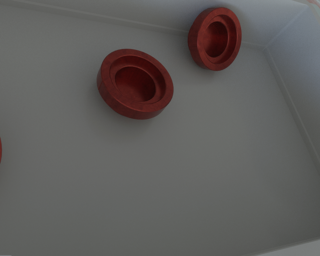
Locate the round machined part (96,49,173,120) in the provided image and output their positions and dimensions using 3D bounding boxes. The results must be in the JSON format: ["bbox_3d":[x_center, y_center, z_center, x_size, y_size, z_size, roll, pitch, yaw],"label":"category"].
[{"bbox_3d":[-0.035,-0.053,0.408,0.099,0.042,0.098,14,56,-21],"label":"round machined part"}]

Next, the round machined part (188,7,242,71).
[{"bbox_3d":[0.084,-0.145,0.506,0.099,0.042,0.097,-13,113,-33],"label":"round machined part"}]

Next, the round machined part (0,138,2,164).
[{"bbox_3d":[-0.192,0.019,0.261,0.098,0.042,0.098,37,44,-48],"label":"round machined part"}]

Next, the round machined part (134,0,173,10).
[{"bbox_3d":[-0.014,-0.261,0.548,0.099,0.042,0.098,14,56,-21],"label":"round machined part"}]
